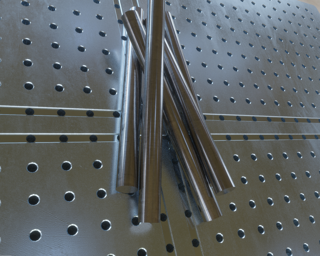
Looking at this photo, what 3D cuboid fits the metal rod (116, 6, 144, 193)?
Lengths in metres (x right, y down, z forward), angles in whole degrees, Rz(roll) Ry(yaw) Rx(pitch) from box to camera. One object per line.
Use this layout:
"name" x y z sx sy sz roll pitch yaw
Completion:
"metal rod" -0.038 -0.059 0.424 0.025 0.025 0.299 13 56 -21

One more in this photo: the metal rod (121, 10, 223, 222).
"metal rod" 0.011 -0.025 0.410 0.025 0.025 0.299 -13 75 -34

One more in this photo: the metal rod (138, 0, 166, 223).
"metal rod" -0.008 -0.039 0.384 0.025 0.025 0.299 9 71 -24

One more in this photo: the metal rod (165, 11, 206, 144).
"metal rod" 0.040 -0.058 0.466 0.025 0.025 0.299 1 61 -28

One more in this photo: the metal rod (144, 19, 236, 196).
"metal rod" 0.031 -0.049 0.437 0.025 0.025 0.299 -3 57 -30
